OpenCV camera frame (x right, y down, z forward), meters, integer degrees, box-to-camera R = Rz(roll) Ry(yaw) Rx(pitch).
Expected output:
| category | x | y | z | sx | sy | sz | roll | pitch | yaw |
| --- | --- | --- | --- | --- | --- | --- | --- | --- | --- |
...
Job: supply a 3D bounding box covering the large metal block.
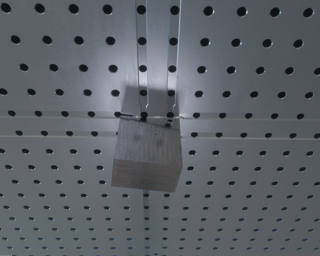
| category | x | y | z | sx | sy | sz | roll | pitch | yaw |
| --- | --- | --- | --- | --- | --- | --- | --- | --- | --- |
| large metal block | -0.017 | 0.033 | 0.403 | 0.080 | 0.080 | 0.050 | 7 | 130 | -6 |
